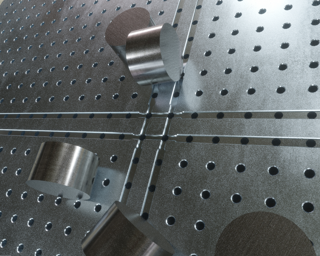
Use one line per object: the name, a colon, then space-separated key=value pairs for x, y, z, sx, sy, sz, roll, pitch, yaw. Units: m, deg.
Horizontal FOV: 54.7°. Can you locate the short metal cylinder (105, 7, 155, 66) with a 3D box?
short metal cylinder: x=-0.041 y=-0.147 z=0.503 sx=0.080 sy=0.050 sz=0.080 roll=-13 pitch=56 yaw=20

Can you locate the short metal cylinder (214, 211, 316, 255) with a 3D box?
short metal cylinder: x=0.094 y=0.119 z=0.270 sx=0.080 sy=0.050 sz=0.080 roll=-13 pitch=56 yaw=20

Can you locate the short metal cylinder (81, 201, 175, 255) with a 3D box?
short metal cylinder: x=-0.032 y=0.120 z=0.315 sx=0.080 sy=0.080 sz=0.050 roll=35 pitch=81 yaw=38

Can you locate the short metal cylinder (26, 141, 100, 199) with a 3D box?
short metal cylinder: x=-0.123 y=0.057 z=0.401 sx=0.080 sy=0.080 sz=0.050 roll=-3 pitch=61 yaw=26

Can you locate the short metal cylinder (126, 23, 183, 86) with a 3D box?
short metal cylinder: x=-0.005 y=-0.102 z=0.437 sx=0.050 sy=0.080 sz=0.080 roll=-5 pitch=60 yaw=25
